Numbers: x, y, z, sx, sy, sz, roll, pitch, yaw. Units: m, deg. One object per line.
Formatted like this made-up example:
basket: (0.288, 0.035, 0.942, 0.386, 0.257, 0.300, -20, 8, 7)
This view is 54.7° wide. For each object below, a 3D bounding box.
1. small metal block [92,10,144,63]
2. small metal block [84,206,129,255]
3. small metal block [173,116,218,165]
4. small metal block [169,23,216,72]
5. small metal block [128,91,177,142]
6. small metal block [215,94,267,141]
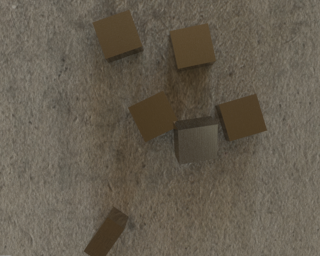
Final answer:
small metal block: (-0.055, -0.120, 0.409, 0.050, 0.025, 0.050, -20, 90, -1)
small metal block: (-0.067, 0.135, 0.397, 0.025, 0.050, 0.050, 35, 90, -1)
small metal block: (0.045, 0.016, 0.397, 0.050, 0.025, 0.050, -9, 118, -9)
small metal block: (0.042, -0.106, 0.411, 0.050, 0.025, 0.050, -12, 90, -1)
small metal block: (-0.008, -0.015, 0.410, 0.050, 0.025, 0.050, -26, 90, -1)
small metal block: (0.107, -0.014, 0.411, 0.050, 0.025, 0.050, -16, 90, -1)
